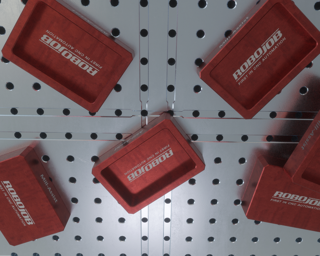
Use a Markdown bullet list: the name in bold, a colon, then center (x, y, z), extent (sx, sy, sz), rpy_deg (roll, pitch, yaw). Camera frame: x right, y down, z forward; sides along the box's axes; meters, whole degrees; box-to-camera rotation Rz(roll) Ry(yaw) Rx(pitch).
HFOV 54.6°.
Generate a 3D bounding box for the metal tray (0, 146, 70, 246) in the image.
- **metal tray**: center (-0.200, 0.100, 0.446), extent (0.090, 0.030, 0.129), rpy_deg (-19, 109, 7)

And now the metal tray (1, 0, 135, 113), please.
- **metal tray**: center (-0.108, -0.090, 0.376), extent (0.130, 0.030, 0.090), rpy_deg (33, 107, -12)

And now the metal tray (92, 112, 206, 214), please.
- **metal tray**: center (-0.016, 0.051, 0.429), extent (0.130, 0.030, 0.090), rpy_deg (-34, 107, 11)

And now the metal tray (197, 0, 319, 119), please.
- **metal tray**: center (0.121, -0.086, 0.379), extent (0.090, 0.030, 0.130), rpy_deg (40, 105, -14)

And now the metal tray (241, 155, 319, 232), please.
- **metal tray**: center (0.195, 0.097, 0.448), extent (0.131, 0.030, 0.089), rpy_deg (12, 110, -5)

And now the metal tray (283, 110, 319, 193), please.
- **metal tray**: center (0.229, 0.023, 0.387), extent (0.090, 0.030, 0.129), rpy_deg (22, 108, -8)
